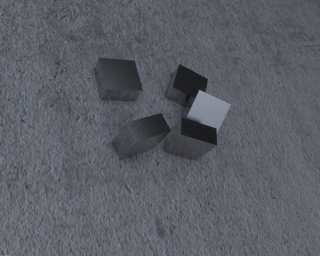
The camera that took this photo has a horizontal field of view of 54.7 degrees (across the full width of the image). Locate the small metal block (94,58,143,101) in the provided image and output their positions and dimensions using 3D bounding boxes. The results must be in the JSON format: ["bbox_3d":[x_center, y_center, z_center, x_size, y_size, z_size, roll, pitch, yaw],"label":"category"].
[{"bbox_3d":[-0.056,-0.064,0.413,0.050,0.025,0.050,-2,63,-29],"label":"small metal block"}]

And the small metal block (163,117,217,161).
[{"bbox_3d":[0.038,0.016,0.398,0.050,0.050,0.025,17,55,-19],"label":"small metal block"}]

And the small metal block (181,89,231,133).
[{"bbox_3d":[0.062,-0.021,0.433,0.050,0.025,0.050,23,95,-15],"label":"small metal block"}]

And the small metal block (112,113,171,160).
[{"bbox_3d":[-0.023,0.010,0.369,0.050,0.050,0.025,-17,71,-35],"label":"small metal block"}]

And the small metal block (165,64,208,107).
[{"bbox_3d":[0.040,-0.060,0.462,0.050,0.025,0.050,26,53,-12],"label":"small metal block"}]
